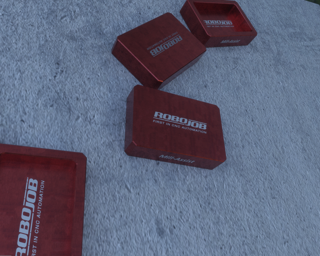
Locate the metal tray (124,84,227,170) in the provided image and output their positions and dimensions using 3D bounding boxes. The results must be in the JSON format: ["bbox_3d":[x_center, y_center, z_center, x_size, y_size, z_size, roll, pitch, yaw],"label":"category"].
[{"bbox_3d":[0.021,0.000,0.411,0.131,0.030,0.090,12,57,-22],"label":"metal tray"}]

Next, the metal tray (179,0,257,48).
[{"bbox_3d":[0.111,-0.197,0.579,0.131,0.030,0.090,-13,68,-33],"label":"metal tray"}]

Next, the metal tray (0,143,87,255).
[{"bbox_3d":[-0.119,0.083,0.285,0.091,0.030,0.130,9,58,-23],"label":"metal tray"}]

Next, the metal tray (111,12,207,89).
[{"bbox_3d":[0.002,-0.119,0.474,0.090,0.030,0.131,46,51,4],"label":"metal tray"}]
